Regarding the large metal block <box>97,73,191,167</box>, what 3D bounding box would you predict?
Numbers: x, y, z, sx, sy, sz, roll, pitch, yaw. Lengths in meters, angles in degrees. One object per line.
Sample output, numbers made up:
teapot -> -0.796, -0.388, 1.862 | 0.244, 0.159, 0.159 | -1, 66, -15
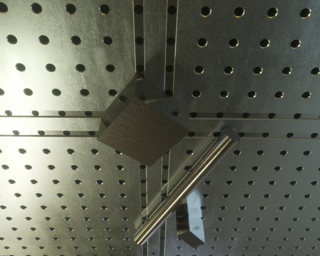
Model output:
large metal block -> -0.020, -0.007, 0.389 | 0.080, 0.050, 0.080 | 31, 124, -24

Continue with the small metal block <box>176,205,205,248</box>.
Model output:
small metal block -> 0.053, 0.173, 0.544 | 0.025, 0.050, 0.050 | -29, 125, 22

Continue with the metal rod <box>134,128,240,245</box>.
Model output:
metal rod -> 0.030, 0.110, 0.505 | 0.025, 0.025, 0.298 | 21, 127, -18
